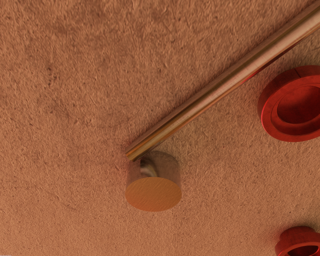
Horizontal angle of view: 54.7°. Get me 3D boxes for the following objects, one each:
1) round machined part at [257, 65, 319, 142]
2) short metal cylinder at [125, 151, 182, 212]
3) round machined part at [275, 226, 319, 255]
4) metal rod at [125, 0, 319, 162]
[{"bbox_3d":[0.166,-0.033,0.370,0.099,0.042,0.097,0,130,0],"label":"round machined part"},{"bbox_3d":[-0.009,0.079,0.458,0.081,0.050,0.079,0,130,0],"label":"short metal cylinder"},{"bbox_3d":[0.268,0.223,0.589,0.099,0.042,0.097,0,130,0],"label":"round machined part"},{"bbox_3d":[0.066,-0.044,0.370,0.299,0.025,0.025,-37,121,27],"label":"metal rod"}]
